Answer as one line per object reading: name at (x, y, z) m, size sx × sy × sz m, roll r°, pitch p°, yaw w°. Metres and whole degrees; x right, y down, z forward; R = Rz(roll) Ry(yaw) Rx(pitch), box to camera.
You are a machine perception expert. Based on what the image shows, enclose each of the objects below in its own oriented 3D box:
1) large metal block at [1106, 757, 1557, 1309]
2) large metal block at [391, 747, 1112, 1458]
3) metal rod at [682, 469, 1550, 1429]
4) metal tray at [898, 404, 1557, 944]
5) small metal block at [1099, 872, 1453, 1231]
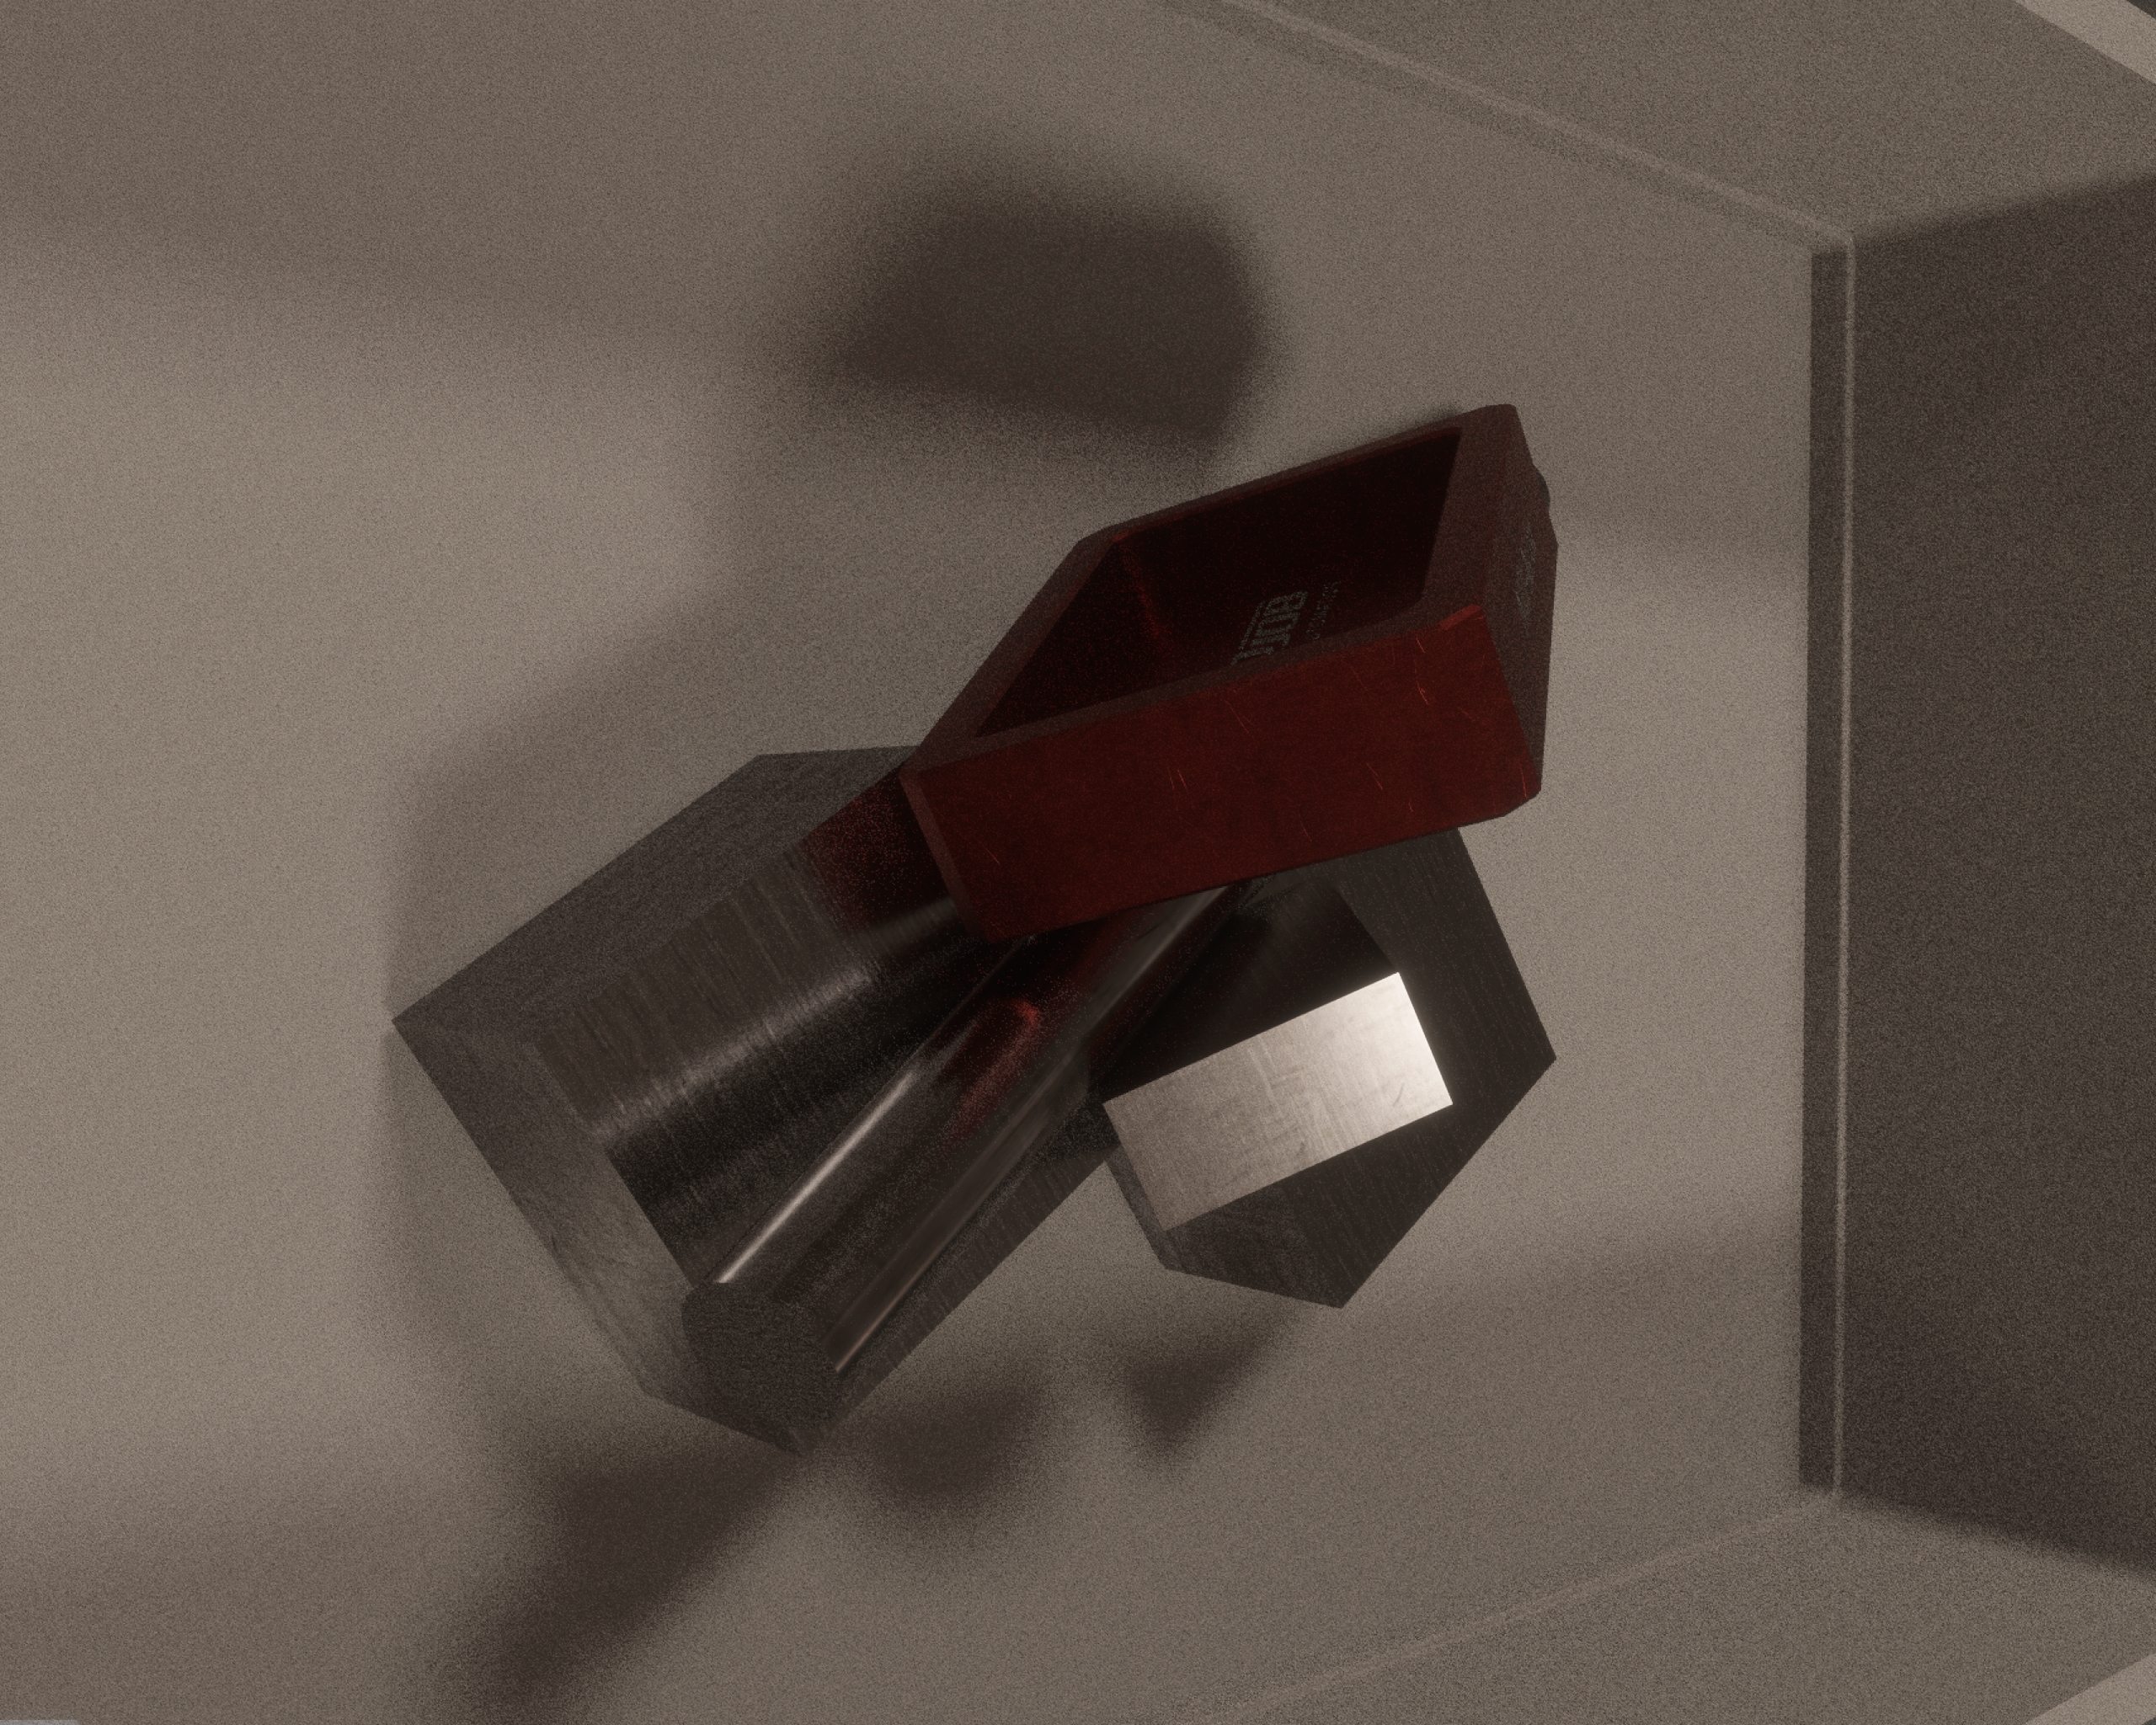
large metal block at (0.043, 0.031, 0.427) m, size 0.080 × 0.050 × 0.080 m, roll -41°, pitch 115°, yaw -32°
large metal block at (-0.049, 0.036, 0.346) m, size 0.080 × 0.050 × 0.080 m, roll -41°, pitch 115°, yaw -32°
metal rod at (0.029, -0.011, 0.383) m, size 0.301 × 0.025 × 0.025 m, roll -47°, pitch 119°, yaw -47°
metal tray at (0.032, -0.037, 0.356) m, size 0.130 × 0.090 × 0.030 m, roll -62°, pitch 134°, yaw -62°
small metal block at (0.029, 0.030, 0.351) m, size 0.050 × 0.050 × 0.025 m, roll -24°, pitch 109°, yaw 1°
